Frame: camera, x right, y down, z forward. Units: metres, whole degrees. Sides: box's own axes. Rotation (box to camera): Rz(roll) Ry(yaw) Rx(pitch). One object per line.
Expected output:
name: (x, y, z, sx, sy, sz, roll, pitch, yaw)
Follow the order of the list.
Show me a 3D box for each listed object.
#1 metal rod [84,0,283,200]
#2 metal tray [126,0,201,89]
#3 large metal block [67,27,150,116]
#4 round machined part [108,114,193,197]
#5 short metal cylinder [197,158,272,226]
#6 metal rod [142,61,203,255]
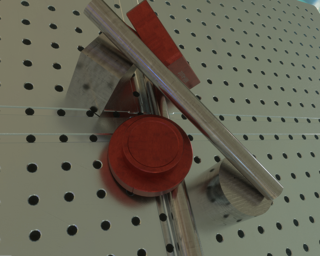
metal rod: (0.032, -0.027, 0.353, 0.300, 0.025, 0.025, 45, 50, -8)
metal tray: (0.010, -0.105, 0.426, 0.090, 0.030, 0.130, 60, 11, 15)
large metal block: (-0.064, -0.075, 0.386, 0.050, 0.080, 0.080, 36, 51, -5)
round machined part: (-0.010, 0.026, 0.357, 0.099, 0.042, 0.098, 4, 62, -7)
short metal cylinder: (0.096, 0.079, 0.398, 0.081, 0.050, 0.080, 14, 56, -21)
metal rod: (0.006, 0.012, 0.406, 0.025, 0.025, 0.299, 2, 61, -28)
